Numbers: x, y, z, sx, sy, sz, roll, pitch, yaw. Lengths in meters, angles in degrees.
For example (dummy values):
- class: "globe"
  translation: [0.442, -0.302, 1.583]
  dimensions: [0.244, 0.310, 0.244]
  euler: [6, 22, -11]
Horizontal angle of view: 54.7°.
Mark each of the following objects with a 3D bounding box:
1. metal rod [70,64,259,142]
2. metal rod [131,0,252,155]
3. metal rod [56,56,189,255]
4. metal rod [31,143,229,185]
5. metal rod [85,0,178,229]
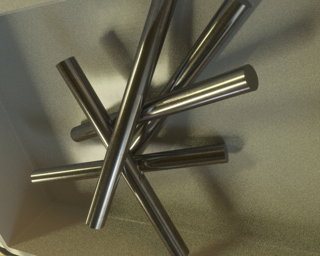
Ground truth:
- class: "metal rod"
  translation: [-0.023, -0.018, 0.381]
  dimensions: [0.299, 0.025, 0.025]
  euler: [-15, 111, 43]
- class: "metal rod"
  translation: [0.006, -0.030, 0.386]
  dimensions: [0.025, 0.025, 0.298]
  euler: [39, 129, 2]
- class: "metal rod"
  translation: [-0.043, 0.047, 0.402]
  dimensions: [0.025, 0.025, 0.299]
  euler: [-22, 103, 36]
- class: "metal rod"
  translation: [-0.056, 0.054, 0.438]
  dimensions: [0.301, 0.025, 0.025]
  euler: [-10, 114, 21]
- class: "metal rod"
  translation: [-0.037, -0.012, 0.357]
  dimensions: [0.025, 0.025, 0.298]
  euler: [23, 107, 14]
